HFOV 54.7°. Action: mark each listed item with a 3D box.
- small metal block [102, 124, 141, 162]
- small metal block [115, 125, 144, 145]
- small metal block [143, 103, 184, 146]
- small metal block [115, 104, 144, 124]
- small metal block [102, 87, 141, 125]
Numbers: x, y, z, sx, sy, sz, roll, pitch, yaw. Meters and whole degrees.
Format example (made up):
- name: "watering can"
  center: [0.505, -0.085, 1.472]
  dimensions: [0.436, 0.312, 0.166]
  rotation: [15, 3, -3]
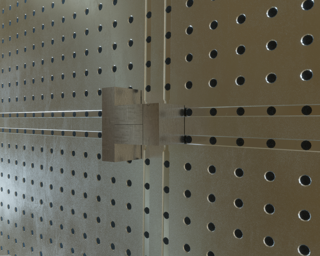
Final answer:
- name: "small metal block"
  center: [-0.053, 0.020, 0.434]
  dimensions: [0.025, 0.050, 0.050]
  rotation: [0, 90, 40]
- name: "small metal block"
  center: [-0.024, 0.008, 0.410]
  dimensions: [0.050, 0.050, 0.025]
  rotation: [0, 90, 39]
- name: "small metal block"
  center: [0.005, -0.004, 0.386]
  dimensions: [0.025, 0.050, 0.050]
  rotation: [0, 90, 40]
- name: "small metal block"
  center: [-0.024, -0.017, 0.410]
  dimensions: [0.050, 0.050, 0.025]
  rotation: [0, 90, 39]
- name: "small metal block"
  center: [-0.053, -0.030, 0.434]
  dimensions: [0.025, 0.050, 0.050]
  rotation: [0, 90, 40]
